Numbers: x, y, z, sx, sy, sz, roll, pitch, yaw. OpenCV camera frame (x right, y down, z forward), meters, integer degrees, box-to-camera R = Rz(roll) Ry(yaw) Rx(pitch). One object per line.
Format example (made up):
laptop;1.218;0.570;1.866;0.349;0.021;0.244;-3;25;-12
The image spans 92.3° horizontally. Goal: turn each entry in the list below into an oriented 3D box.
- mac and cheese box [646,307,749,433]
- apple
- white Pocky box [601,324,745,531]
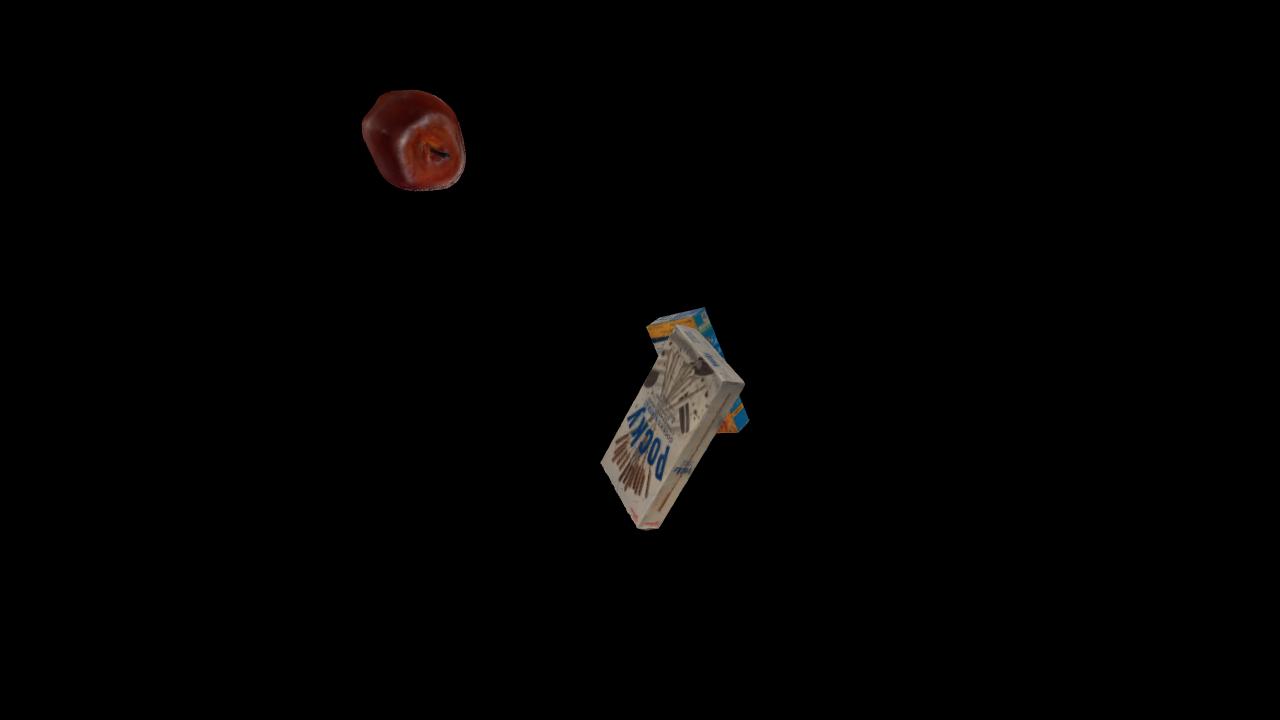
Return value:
mac and cheese box;0.084;0.020;0.895;0.093;0.184;0.041;-10;20;44
apple;-0.181;-0.176;0.497;0.093;0.079;0.079;36;23;35
white Pocky box;0.022;0.056;0.510;0.028;0.154;0.084;10;28;-35
